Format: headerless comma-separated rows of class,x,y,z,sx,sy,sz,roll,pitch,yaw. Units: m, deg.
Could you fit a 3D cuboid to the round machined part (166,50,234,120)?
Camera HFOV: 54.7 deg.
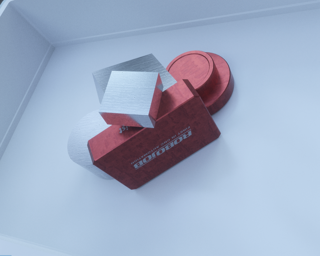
round machined part,0.044,-0.063,0.407,0.098,0.042,0.098,-13,56,20

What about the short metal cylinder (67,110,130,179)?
short metal cylinder,-0.074,0.022,0.411,0.080,0.050,0.080,-13,56,20

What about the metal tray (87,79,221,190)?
metal tray,-0.003,0.013,0.354,0.130,0.090,0.030,-33,51,6

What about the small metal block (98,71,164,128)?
small metal block,-0.028,-0.029,0.313,0.050,0.025,0.050,4,62,15

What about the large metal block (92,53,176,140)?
large metal block,-0.027,-0.039,0.379,0.081,0.050,0.080,-22,49,-16
